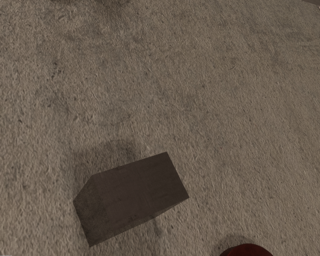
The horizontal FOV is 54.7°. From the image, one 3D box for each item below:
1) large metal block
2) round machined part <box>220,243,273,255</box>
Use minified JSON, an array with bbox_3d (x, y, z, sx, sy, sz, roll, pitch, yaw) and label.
[{"bbox_3d":[-0.032,0.072,0.309,0.081,0.080,0.050,-15,70,-34],"label":"large metal block"},{"bbox_3d":[0.109,0.180,0.344,0.099,0.042,0.098,14,56,-21],"label":"round machined part"}]
